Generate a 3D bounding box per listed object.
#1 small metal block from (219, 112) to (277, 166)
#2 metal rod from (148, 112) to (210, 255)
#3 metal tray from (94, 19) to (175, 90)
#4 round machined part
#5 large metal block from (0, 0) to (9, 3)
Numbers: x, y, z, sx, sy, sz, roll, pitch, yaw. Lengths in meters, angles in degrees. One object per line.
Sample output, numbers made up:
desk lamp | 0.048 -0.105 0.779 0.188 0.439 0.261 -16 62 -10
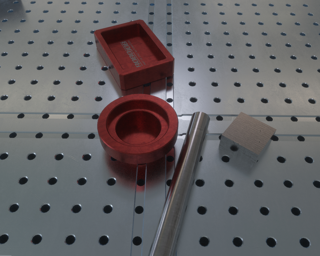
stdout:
small metal block | 0.112 0.013 0.398 0.050 0.025 0.050 31 56 23
metal rod | 0.012 0.097 0.326 0.025 0.025 0.300 13 51 10
metal tray | -0.044 -0.124 0.508 0.091 0.030 0.130 -20 53 -16
round machined part | -0.027 0.005 0.392 0.099 0.042 0.098 0 50 0
large metal block | -0.354 -0.297 0.638 0.080 0.050 0.080 -36 59 -27
